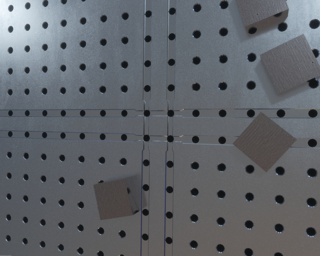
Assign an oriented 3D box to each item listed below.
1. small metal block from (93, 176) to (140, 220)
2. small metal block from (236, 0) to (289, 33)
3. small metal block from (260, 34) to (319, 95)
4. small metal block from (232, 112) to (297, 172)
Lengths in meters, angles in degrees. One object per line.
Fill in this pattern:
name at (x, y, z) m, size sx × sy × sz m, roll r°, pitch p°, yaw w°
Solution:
small metal block at (-0.061, 0.098, 0.435) m, size 0.050 × 0.025 × 0.050 m, roll -14°, pitch 85°, yaw 19°
small metal block at (0.120, -0.150, 0.370) m, size 0.050 × 0.025 × 0.050 m, roll -18°, pitch 84°, yaw 19°
small metal block at (0.151, -0.072, 0.359) m, size 0.050 × 0.025 × 0.050 m, roll -25°, pitch 82°, yaw 18°
small metal block at (0.124, 0.016, 0.369) m, size 0.050 × 0.025 × 0.050 m, roll 42°, pitch 103°, yaw 15°
